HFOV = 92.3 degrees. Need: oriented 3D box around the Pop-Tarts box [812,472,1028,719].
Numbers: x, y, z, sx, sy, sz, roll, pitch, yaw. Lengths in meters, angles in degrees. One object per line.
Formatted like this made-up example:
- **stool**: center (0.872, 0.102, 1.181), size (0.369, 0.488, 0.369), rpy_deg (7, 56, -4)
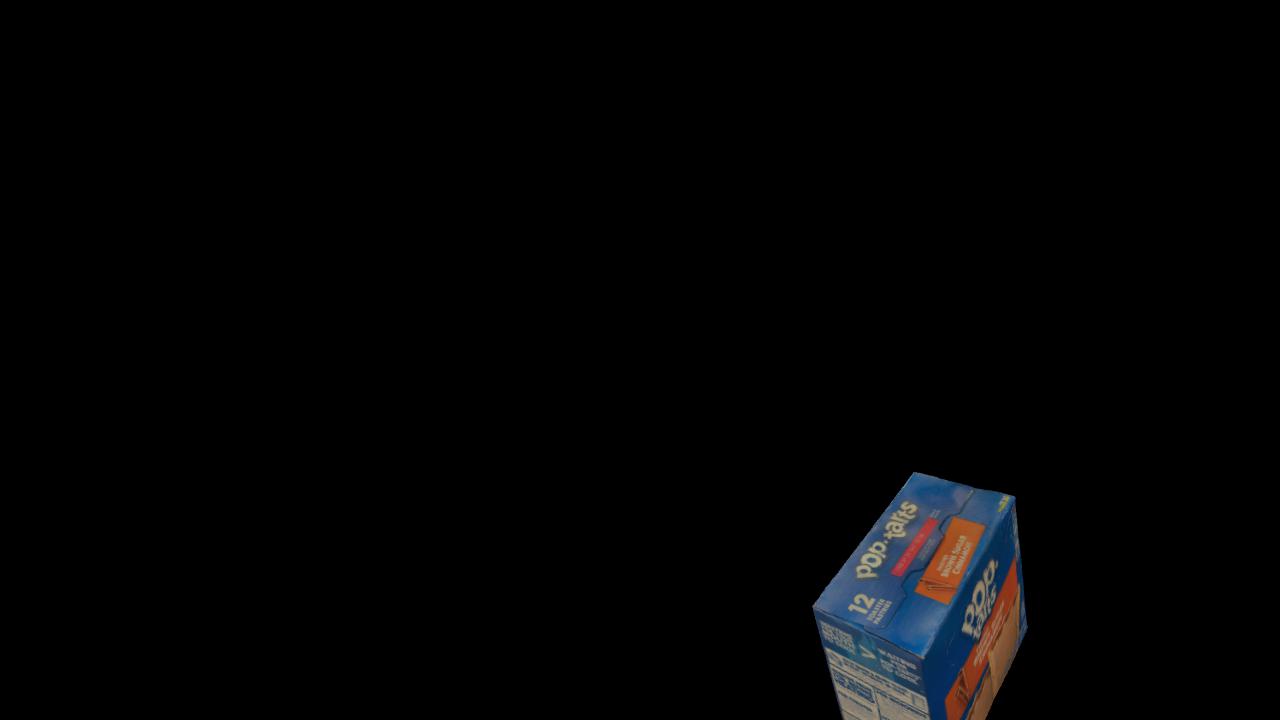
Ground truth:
- **Pop-Tarts box**: center (0.221, 0.197, 0.469), size (0.167, 0.141, 0.083), rpy_deg (-35, 26, -34)
